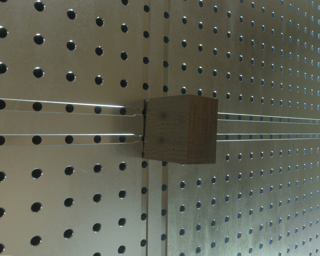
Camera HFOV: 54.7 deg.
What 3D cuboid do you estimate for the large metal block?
[{"bbox_3d":[0.025,0.002,0.395,0.050,0.080,0.080,4,87,-40],"label":"large metal block"}]
